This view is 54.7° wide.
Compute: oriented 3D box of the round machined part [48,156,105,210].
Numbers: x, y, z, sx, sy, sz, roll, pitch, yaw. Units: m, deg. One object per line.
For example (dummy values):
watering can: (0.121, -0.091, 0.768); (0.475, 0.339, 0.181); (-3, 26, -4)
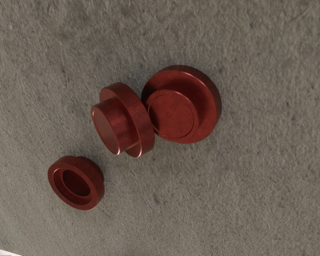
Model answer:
round machined part: (-0.134, 0.086, 0.518); (0.098, 0.042, 0.097); (13, 124, 20)

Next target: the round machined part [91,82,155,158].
round machined part: (-0.052, -0.005, 0.391); (0.098, 0.042, 0.097); (43, 149, 35)

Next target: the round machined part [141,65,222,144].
round machined part: (0.020, -0.022, 0.370); (0.098, 0.042, 0.097); (13, 124, 20)
